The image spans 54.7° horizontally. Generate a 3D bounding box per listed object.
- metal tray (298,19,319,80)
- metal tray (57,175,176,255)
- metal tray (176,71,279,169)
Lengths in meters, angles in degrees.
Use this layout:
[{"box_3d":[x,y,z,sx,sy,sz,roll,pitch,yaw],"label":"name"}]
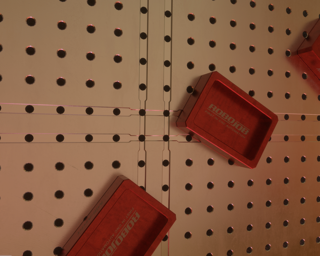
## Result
[{"box_3d":[0.303,-0.118,0.524,0.130,0.030,0.090,41,77,-16],"label":"metal tray"},{"box_3d":[-0.052,0.138,0.391,0.090,0.030,0.130,41,77,-16],"label":"metal tray"},{"box_3d":[0.100,-0.010,0.448,0.130,0.030,0.090,32,79,-18],"label":"metal tray"}]
